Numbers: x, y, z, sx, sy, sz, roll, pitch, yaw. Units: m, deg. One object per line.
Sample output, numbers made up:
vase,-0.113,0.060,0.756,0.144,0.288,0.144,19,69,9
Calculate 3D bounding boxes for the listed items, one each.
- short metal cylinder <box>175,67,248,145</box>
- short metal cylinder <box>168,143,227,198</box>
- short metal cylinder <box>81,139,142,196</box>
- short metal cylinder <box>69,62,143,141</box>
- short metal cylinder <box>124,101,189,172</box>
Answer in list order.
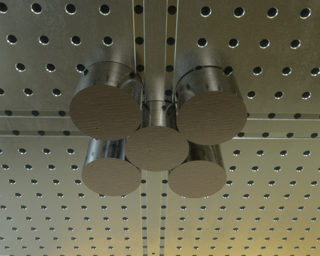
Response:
short metal cylinder,0.059,-0.025,0.372,0.081,0.050,0.079,0,130,0
short metal cylinder,0.051,0.056,0.443,0.081,0.050,0.079,0,130,0
short metal cylinder,-0.065,0.052,0.437,0.081,0.050,0.079,0,130,0
short metal cylinder,-0.061,-0.031,0.367,0.081,0.050,0.079,0,130,0
short metal cylinder,-0.004,0.012,0.404,0.081,0.050,0.079,0,130,0
